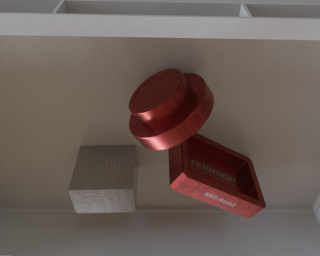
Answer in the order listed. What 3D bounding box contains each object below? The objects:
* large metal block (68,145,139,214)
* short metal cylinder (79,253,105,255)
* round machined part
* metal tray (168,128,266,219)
[{"bbox_3d":[-0.073,0.070,0.431,0.081,0.080,0.050,-1,130,1],"label":"large metal block"},{"bbox_3d":[-0.143,0.300,0.629,0.050,0.080,0.080,-11,130,9],"label":"short metal cylinder"},{"bbox_3d":[0.005,-0.027,0.338,0.098,0.098,0.042,-26,126,20],"label":"round machined part"},{"bbox_3d":[0.075,0.060,0.418,0.131,0.090,0.030,25,126,-20],"label":"metal tray"}]
